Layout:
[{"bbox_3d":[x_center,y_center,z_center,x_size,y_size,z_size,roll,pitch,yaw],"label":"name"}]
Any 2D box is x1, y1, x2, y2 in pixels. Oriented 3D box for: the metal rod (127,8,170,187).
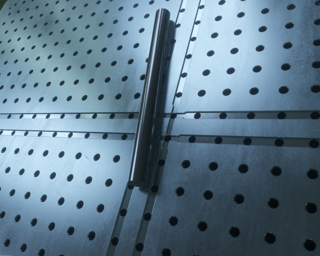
[{"bbox_3d":[-0.011,-0.062,0.452,0.025,0.025,0.300,-7,58,24],"label":"metal rod"}]
